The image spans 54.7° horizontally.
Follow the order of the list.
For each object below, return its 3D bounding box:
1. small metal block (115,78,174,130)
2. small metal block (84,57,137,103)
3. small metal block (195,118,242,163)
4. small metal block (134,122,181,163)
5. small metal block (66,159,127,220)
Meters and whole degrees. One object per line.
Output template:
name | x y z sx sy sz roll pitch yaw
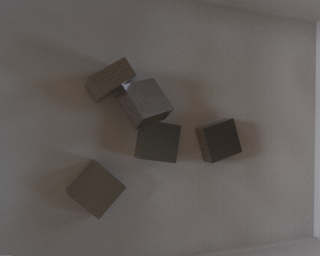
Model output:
small metal block | -0.019 -0.031 0.385 0.050 0.025 0.050 -20 72 -39
small metal block | -0.061 -0.056 0.373 0.050 0.050 0.025 -34 96 -17
small metal block | 0.083 0.017 0.441 0.050 0.025 0.050 -18 96 -19
small metal block | -0.003 0.018 0.409 0.050 0.025 0.050 9 87 -20
small metal block | -0.079 0.075 0.382 0.050 0.025 0.050 44 76 -15
